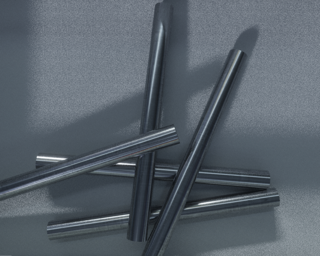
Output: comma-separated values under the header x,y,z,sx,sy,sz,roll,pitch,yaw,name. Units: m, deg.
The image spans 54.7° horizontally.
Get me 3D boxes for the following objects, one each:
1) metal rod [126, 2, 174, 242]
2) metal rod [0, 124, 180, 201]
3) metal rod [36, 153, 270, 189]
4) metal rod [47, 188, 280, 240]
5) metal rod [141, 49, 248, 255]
x,y,z,sx,sy,sz,roll,pitch,yaw,name
-0.011,-0.013,0.393,0.025,0.025,0.298,7,84,-1,metal rod
-0.122,0.053,0.383,0.301,0.025,0.025,-18,90,5,metal rod
-0.008,0.057,0.410,0.302,0.025,0.025,5,90,-1,metal rod
0.005,0.113,0.410,0.302,0.025,0.025,-8,90,-1,metal rod
0.043,0.037,0.391,0.025,0.025,0.299,24,82,-1,metal rod
